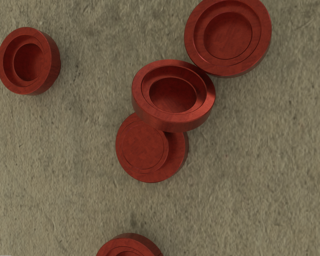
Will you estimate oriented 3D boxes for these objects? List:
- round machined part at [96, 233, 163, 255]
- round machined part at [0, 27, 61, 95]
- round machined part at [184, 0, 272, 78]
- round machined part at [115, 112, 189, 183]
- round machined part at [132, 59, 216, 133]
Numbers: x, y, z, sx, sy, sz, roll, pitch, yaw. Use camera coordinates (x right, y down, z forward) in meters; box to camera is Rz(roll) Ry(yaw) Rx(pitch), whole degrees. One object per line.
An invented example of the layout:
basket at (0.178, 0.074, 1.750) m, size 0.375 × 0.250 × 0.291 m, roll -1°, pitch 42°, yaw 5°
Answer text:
round machined part at (-0.035, 0.188, 0.411) m, size 0.098 × 0.042 × 0.097 m, roll 0°, pitch 90°, yaw 19°
round machined part at (-0.190, -0.097, 0.465) m, size 0.098 × 0.042 × 0.097 m, roll 0°, pitch 90°, yaw 19°
round machined part at (0.082, -0.108, 0.371) m, size 0.098 × 0.042 × 0.097 m, roll 0°, pitch 90°, yaw 19°
round machined part at (-0.015, 0.023, 0.404) m, size 0.098 × 0.042 × 0.097 m, roll 0°, pitch 90°, yaw 19°
round machined part at (0.015, -0.034, 0.377) m, size 0.099 × 0.042 × 0.098 m, roll 3°, pitch 55°, yaw -5°
